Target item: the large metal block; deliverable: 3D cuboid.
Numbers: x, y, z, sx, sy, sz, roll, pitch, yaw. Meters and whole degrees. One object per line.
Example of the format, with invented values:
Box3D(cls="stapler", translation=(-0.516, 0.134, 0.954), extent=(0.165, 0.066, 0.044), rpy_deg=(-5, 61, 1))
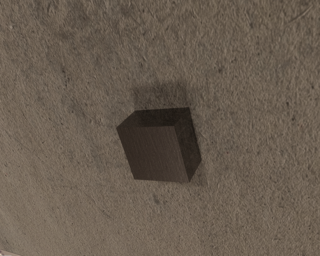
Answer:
Box3D(cls="large metal block", translation=(0.001, 0.022, 0.402), extent=(0.080, 0.050, 0.080), rpy_deg=(-2, 118, 28))
